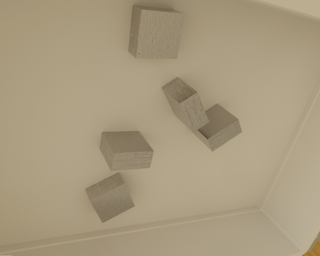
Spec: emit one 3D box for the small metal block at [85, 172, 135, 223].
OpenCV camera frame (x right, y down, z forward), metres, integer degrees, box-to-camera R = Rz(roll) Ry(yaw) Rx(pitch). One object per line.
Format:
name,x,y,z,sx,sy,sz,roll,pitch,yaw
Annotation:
small metal block,-0.069,0.097,0.431,0.050,0.025,0.050,-26,128,-13

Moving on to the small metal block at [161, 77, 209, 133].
small metal block,0.032,-0.030,0.391,0.025,0.050,0.050,-34,129,-6

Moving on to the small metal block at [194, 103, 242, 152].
small metal block,0.077,-0.002,0.433,0.050,0.050,0.025,-33,129,-7

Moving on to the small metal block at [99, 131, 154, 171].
small metal block,-0.043,0.027,0.386,0.050,0.050,0.025,-1,119,-28

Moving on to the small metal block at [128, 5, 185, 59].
small metal block,-0.005,-0.105,0.341,0.050,0.025,0.050,-5,121,-26
